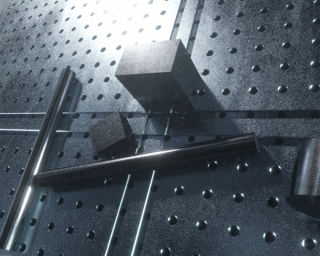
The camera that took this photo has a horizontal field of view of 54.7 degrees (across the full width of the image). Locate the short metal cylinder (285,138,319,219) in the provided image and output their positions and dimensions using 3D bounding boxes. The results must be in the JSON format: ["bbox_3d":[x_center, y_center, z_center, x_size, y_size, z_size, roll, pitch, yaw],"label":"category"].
[{"bbox_3d":[0.154,0.048,0.262,0.080,0.080,0.050,9,66,32],"label":"short metal cylinder"}]

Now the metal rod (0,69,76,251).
[{"bbox_3d":[-0.186,0.033,0.485,0.025,0.025,0.300,-4,59,26],"label":"metal rod"}]

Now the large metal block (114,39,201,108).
[{"bbox_3d":[0.000,-0.069,0.415,0.080,0.080,0.050,2,63,29],"label":"large metal block"}]

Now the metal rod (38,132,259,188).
[{"bbox_3d":[-0.030,0.046,0.396,0.301,0.025,0.025,-12,57,21],"label":"metal rod"}]

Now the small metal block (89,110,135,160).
[{"bbox_3d":[-0.069,0.011,0.438,0.050,0.025,0.050,-28,52,10],"label":"small metal block"}]
